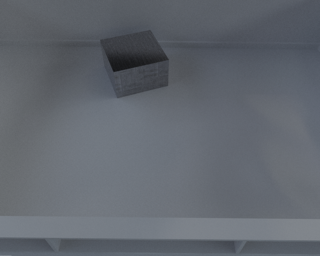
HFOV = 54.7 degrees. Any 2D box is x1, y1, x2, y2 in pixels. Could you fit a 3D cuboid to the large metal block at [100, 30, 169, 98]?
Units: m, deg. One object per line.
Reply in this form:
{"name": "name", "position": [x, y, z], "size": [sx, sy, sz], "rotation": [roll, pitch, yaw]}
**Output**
{"name": "large metal block", "position": [-0.039, -0.099, 0.471], "size": [0.081, 0.050, 0.080], "rotation": [-16, 52, -13]}
